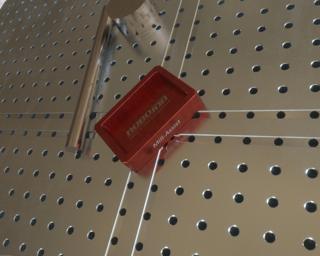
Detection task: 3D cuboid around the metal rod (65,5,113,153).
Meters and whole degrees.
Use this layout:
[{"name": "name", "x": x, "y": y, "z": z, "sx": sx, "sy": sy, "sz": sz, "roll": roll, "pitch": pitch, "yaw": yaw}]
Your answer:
[{"name": "metal rod", "x": -0.113, "y": -0.098, "z": 0.527, "sx": 0.025, "sy": 0.025, "sz": 0.299, "roll": -8, "pitch": 58, "yaw": 24}]

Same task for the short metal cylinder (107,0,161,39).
[{"name": "short metal cylinder", "x": -0.045, "y": -0.203, "z": 0.540, "sx": 0.080, "sy": 0.050, "sz": 0.080, "roll": -13, "pitch": 56, "yaw": 21}]

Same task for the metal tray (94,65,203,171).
[{"name": "metal tray", "x": -0.017, "y": -0.016, "z": 0.424, "sx": 0.130, "sy": 0.030, "sz": 0.090, "roll": -45, "pitch": 51, "yaw": -3}]
